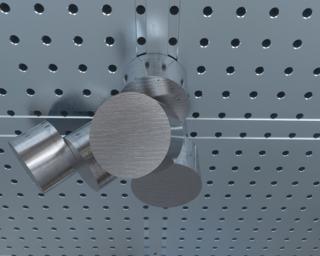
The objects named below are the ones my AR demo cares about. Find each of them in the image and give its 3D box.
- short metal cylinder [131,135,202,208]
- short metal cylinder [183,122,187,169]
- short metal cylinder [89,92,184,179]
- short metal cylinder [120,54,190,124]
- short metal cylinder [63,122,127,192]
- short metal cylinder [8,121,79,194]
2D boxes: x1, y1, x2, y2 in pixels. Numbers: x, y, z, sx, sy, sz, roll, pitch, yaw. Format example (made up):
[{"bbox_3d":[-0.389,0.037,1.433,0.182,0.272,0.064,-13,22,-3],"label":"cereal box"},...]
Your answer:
[{"bbox_3d":[0.007,0.051,0.370,0.081,0.050,0.079,0,130,0],"label":"short metal cylinder"},{"bbox_3d":[-0.002,0.022,0.413,0.081,0.050,0.079,0,130,0],"label":"short metal cylinder"},{"bbox_3d":[-0.022,0.008,0.307,0.080,0.080,0.050,-19,171,15],"label":"short metal cylinder"},{"bbox_3d":[-0.007,-0.039,0.361,0.081,0.050,0.079,0,130,0],"label":"short metal cylinder"},{"bbox_3d":[-0.080,0.033,0.394,0.050,0.080,0.080,-34,136,-27],"label":"short metal cylinder"},{"bbox_3d":[-0.149,0.037,0.397,0.050,0.080,0.080,-35,136,-27],"label":"short metal cylinder"}]
